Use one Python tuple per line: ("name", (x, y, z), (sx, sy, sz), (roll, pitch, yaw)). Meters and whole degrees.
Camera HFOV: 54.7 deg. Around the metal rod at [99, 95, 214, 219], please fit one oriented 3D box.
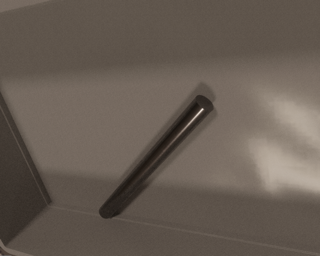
("metal rod", (-0.022, 0.060, 0.455), (0.025, 0.025, 0.298), (40, 129, 0))
